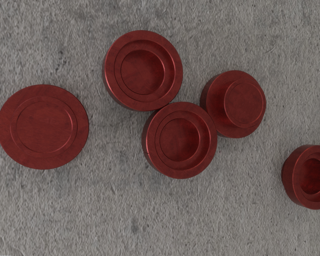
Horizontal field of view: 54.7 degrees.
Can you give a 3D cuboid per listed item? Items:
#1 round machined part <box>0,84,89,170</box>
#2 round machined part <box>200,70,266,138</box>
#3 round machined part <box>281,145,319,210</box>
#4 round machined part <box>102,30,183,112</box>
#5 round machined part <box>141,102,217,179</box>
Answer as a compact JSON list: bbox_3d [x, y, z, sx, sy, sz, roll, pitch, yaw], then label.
[{"bbox_3d":[-0.130,-0.001,0.352,0.099,0.042,0.097,0,90,-20],"label":"round machined part"},{"bbox_3d":[0.110,-0.034,0.440,0.099,0.042,0.097,0,90,-20],"label":"round machined part"},{"bbox_3d":[0.231,0.074,0.485,0.099,0.042,0.097,0,90,-20],"label":"round machined part"},{"bbox_3d":[-0.024,-0.069,0.391,0.099,0.042,0.097,0,90,-20],"label":"round machined part"},{"bbox_3d":[0.022,0.015,0.407,0.099,0.042,0.097,0,91,-21],"label":"round machined part"}]
